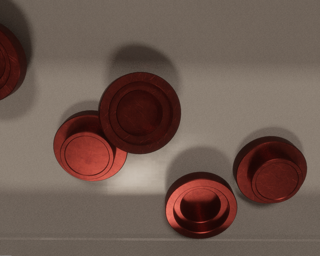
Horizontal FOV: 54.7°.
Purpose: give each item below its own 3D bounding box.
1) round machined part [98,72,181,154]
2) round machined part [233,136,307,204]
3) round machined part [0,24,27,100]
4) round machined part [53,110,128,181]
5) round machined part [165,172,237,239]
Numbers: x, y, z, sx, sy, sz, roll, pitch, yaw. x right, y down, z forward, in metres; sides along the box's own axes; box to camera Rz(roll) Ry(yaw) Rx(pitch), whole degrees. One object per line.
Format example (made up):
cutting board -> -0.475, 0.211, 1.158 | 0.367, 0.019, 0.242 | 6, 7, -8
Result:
round machined part -> -0.027, -0.019, 0.384 | 0.099, 0.042, 0.097 | -2, 97, -15
round machined part -> 0.155, 0.064, 0.428 | 0.099, 0.042, 0.097 | 0, 110, -1
round machined part -> -0.208, -0.081, 0.369 | 0.099, 0.042, 0.097 | 0, 110, -1
round machined part -> -0.092, 0.029, 0.412 | 0.099, 0.042, 0.097 | 0, 110, -1
round machined part -> 0.056, 0.105, 0.442 | 0.099, 0.042, 0.097 | 0, 110, -1
